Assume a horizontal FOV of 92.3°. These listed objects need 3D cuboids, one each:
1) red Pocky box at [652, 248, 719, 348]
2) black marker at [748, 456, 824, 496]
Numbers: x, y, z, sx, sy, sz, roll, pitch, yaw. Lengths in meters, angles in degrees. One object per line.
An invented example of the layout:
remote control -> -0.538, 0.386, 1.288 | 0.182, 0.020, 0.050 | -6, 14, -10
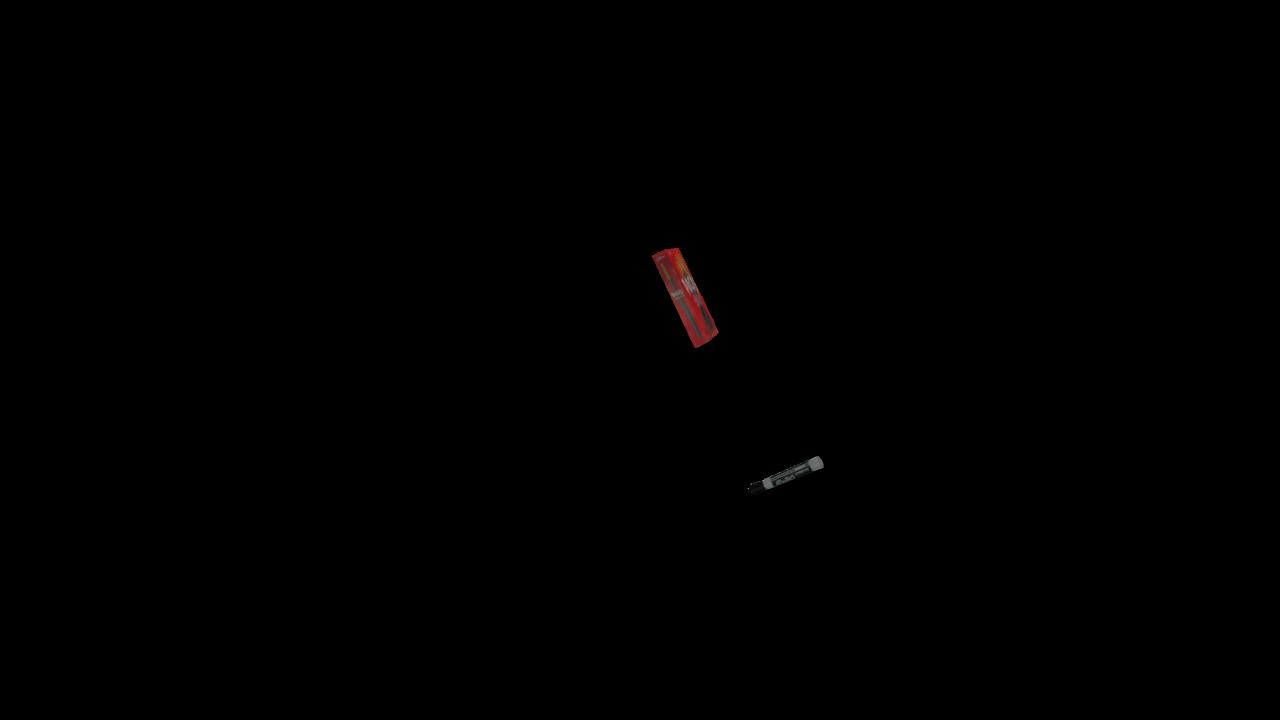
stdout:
red Pocky box -> 0.072, -0.099, 0.949 | 0.028, 0.155, 0.083 | -24, 4, 22
black marker -> 0.215, 0.174, 0.917 | 0.121, 0.020, 0.020 | -30, -13, 25
